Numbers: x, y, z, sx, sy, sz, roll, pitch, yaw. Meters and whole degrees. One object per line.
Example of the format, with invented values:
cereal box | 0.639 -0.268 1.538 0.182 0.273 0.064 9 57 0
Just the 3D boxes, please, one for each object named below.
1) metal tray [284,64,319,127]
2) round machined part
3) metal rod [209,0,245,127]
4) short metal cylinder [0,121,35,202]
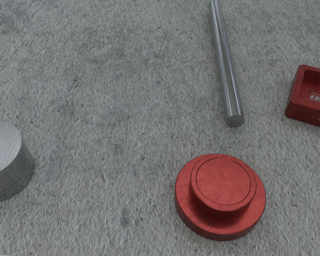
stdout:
metal tray | 0.252 -0.036 0.433 0.130 0.030 0.090 19 52 15
round machined part | 0.066 0.067 0.337 0.099 0.042 0.098 0 50 0
metal rod | 0.103 -0.124 0.508 0.025 0.025 0.300 1 50 0
short metal cylinder | -0.191 0.038 0.352 0.081 0.050 0.080 0 50 0
